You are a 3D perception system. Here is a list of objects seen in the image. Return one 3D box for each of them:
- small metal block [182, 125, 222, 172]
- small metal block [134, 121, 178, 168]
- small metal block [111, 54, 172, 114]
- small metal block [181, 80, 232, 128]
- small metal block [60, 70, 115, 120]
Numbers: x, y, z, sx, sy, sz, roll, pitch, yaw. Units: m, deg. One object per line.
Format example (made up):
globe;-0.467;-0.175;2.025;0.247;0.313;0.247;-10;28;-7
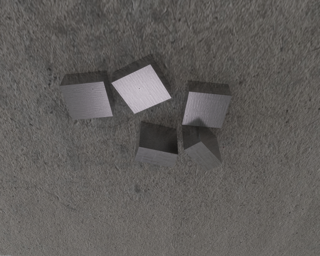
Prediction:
small metal block;0.055;0.021;0.409;0.025;0.050;0.050;-31;124;23
small metal block;-0.005;0.021;0.409;0.050;0.050;0.025;12;129;-11
small metal block;-0.021;-0.051;0.364;0.050;0.025;0.050;-22;127;17
small metal block;0.056;-0.029;0.383;0.050;0.025;0.050;5;130;-5
small metal block;-0.085;-0.039;0.373;0.050;0.025;0.050;-5;130;4
